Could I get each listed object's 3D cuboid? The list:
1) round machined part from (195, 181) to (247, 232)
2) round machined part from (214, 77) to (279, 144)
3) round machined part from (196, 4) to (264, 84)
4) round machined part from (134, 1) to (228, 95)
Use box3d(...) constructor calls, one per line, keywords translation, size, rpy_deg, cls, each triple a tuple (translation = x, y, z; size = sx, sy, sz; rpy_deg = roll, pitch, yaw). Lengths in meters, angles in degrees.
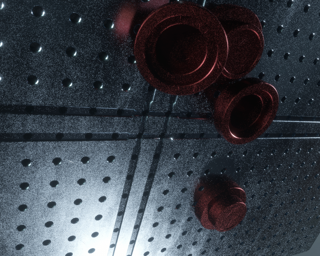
box3d(translation=(0.116, 0.147, 0.557), size=(0.099, 0.042, 0.097), rpy_deg=(-14, 125, -21), cls="round machined part")
box3d(translation=(0.119, -0.028, 0.450), size=(0.099, 0.042, 0.097), rpy_deg=(-14, 125, -21), cls="round machined part")
box3d(translation=(0.090, -0.101, 0.389), size=(0.099, 0.042, 0.097), rpy_deg=(-14, 125, -21), cls="round machined part")
box3d(translation=(0.023, -0.089, 0.343), size=(0.099, 0.042, 0.097), rpy_deg=(1, 119, 2), cls="round machined part")
